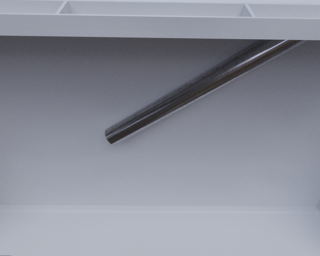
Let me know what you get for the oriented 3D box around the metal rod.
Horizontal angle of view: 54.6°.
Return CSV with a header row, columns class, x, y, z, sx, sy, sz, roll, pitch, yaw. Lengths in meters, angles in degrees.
class,x,y,z,sx,sy,sz,roll,pitch,yaw
metal rod,0.058,-0.053,0.363,0.300,0.025,0.025,-28,125,21
